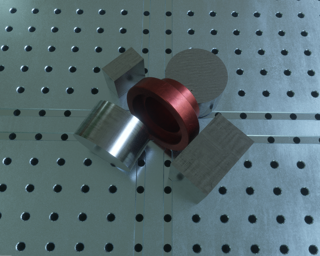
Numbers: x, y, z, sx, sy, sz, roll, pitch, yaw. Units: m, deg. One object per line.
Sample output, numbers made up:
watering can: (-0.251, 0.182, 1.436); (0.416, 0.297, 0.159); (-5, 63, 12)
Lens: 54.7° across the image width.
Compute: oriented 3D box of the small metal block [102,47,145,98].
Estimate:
small metal block: (-0.048, -0.075, 0.425); (0.050, 0.050, 0.025); (-40, 75, -13)

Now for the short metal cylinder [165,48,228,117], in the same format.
short metal cylinder: (0.047, -0.060, 0.420); (0.081, 0.050, 0.080); (0, 70, 0)

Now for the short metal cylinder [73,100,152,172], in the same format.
short metal cylinder: (-0.057, 0.010, 0.378); (0.080, 0.080, 0.050); (29, 73, 10)

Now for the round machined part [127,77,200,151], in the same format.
round machined part: (0.009, -0.022, 0.381); (0.098, 0.098, 0.042); (39, 62, 12)

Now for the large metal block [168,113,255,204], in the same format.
large metal block: (0.057, 0.040, 0.369); (0.050, 0.080, 0.080); (42, 75, 13)
